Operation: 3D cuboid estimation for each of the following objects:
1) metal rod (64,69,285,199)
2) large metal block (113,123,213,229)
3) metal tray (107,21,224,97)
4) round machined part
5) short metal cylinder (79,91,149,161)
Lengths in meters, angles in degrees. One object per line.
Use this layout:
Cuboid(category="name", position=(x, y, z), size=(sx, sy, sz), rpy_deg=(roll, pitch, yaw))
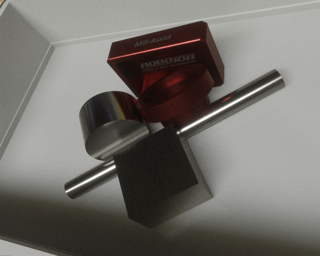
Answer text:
Cuboid(category="metal rod", position=(0.011, 0.012, 0.389), size=(0.301, 0.025, 0.025), rpy_deg=(-29, 52, 9))
Cuboid(category="large metal block", position=(0.002, 0.055, 0.350), size=(0.080, 0.050, 0.080), rpy_deg=(-29, 52, 9))
Cuboid(category="metal tray", position=(0.009, -0.083, 0.406), size=(0.130, 0.090, 0.030), rpy_deg=(-6, 59, 24))
Cuboid(category="round machined part", position=(0.023, -0.036, 0.384), size=(0.098, 0.042, 0.098), rpy_deg=(-26, 24, 13))
Cuboid(category="short metal cylinder", position=(-0.060, -0.001, 0.399), size=(0.080, 0.080, 0.050), rpy_deg=(-29, 52, 9))
